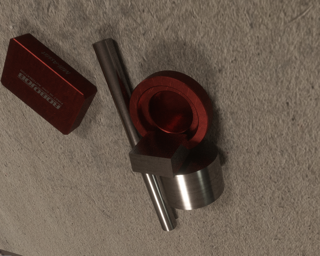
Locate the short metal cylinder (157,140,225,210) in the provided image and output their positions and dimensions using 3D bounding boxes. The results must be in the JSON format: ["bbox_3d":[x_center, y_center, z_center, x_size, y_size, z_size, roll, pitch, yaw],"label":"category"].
[{"bbox_3d":[0.036,0.055,0.385,0.080,0.080,0.050,-1,118,28],"label":"short metal cylinder"}]

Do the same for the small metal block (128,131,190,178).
[{"bbox_3d":[0.000,0.028,0.353,0.050,0.050,0.025,5,121,25],"label":"small metal block"}]

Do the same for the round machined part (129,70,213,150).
[{"bbox_3d":[0.016,-0.023,0.372,0.098,0.042,0.097,13,124,20],"label":"round machined part"}]

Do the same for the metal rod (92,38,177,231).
[{"bbox_3d":[-0.028,0.025,0.435,0.025,0.025,0.298,-4,117,30],"label":"metal rod"}]

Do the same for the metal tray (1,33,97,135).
[{"bbox_3d":[-0.164,-0.061,0.450,0.130,0.030,0.089,39,129,1],"label":"metal tray"}]
